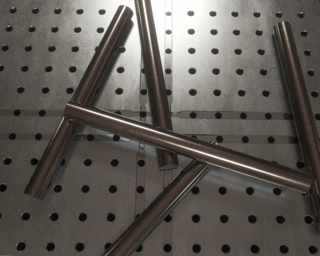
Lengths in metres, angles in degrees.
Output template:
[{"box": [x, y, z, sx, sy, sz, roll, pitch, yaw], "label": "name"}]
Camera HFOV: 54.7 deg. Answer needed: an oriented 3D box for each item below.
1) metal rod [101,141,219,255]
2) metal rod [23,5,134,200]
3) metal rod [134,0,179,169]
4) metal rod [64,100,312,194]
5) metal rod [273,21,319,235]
[{"box": [-0.030, 0.127, 0.364, 0.025, 0.025, 0.301, 42, 75, 13], "label": "metal rod"}, {"box": [-0.104, -0.048, 0.427, 0.025, 0.025, 0.300, 19, 71, 6], "label": "metal rod"}, {"box": [-0.010, -0.089, 0.444, 0.025, 0.025, 0.299, -8, 70, -3], "label": "metal rod"}, {"box": [0.028, 0.021, 0.376, 0.301, 0.025, 0.025, 17, 71, 5], "label": "metal rod"}, {"box": [0.194, -0.014, 0.419, 0.025, 0.025, 0.299, -3, 70, -2], "label": "metal rod"}]
